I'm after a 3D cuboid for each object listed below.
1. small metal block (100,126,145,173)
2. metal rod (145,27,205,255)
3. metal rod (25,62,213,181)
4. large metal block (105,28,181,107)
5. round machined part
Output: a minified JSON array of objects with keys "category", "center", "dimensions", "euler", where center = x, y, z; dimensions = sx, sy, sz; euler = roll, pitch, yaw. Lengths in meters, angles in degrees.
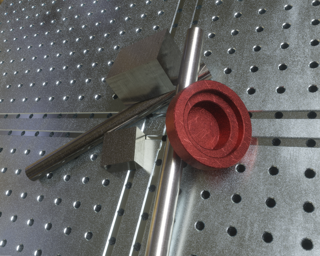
[{"category":"small metal block","center":[-0.049,0.029,0.414],"dimensions":[0.050,0.025,0.050],"euler":[-12,57,21]},{"category":"metal rod","center":[0.021,0.010,0.370],"dimensions":[0.025,0.025,0.299],"euler":[0,68,28]},{"category":"metal rod","center":[-0.064,-0.005,0.443],"dimensions":[0.301,0.025,0.025],"euler":[-30,52,8]},{"category":"large metal block","center":[-0.019,-0.084,0.433],"dimensions":[0.080,0.050,0.080],"euler":[-16,38,27]},{"category":"round machined part","center":[0.050,-0.001,0.348],"dimensions":[0.042,0.098,0.098],"euler":[-30,38,62]}]
